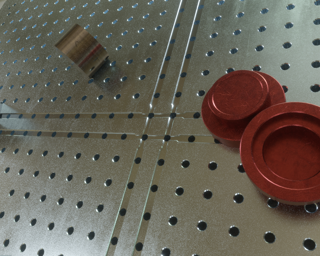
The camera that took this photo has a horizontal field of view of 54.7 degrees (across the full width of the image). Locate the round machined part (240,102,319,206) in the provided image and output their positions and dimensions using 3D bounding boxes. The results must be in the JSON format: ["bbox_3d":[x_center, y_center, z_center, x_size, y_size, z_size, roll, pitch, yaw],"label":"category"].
[{"bbox_3d":[0.131,0.027,0.305,0.098,0.042,0.098,-8,66,18],"label":"round machined part"}]

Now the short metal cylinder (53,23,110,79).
[{"bbox_3d":[-0.132,-0.129,0.522,0.050,0.080,0.080,-49,51,-6],"label":"short metal cylinder"}]

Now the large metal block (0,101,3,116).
[{"bbox_3d":[-0.366,-0.036,0.588,0.080,0.080,0.050,-19,54,17],"label":"large metal block"}]

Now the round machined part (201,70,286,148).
[{"bbox_3d":[0.095,-0.029,0.365,0.098,0.042,0.098,-13,56,21],"label":"round machined part"}]
